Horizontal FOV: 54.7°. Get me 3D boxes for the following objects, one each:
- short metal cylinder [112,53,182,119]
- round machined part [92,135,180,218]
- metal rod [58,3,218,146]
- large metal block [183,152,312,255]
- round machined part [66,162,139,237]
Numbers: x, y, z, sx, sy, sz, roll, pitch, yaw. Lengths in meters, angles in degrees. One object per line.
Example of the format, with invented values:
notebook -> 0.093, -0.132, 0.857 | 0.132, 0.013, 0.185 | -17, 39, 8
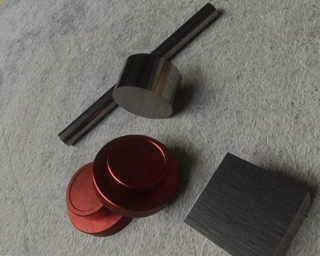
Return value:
short metal cylinder -> -0.016, -0.053, 0.410 | 0.080, 0.080, 0.050 | 3, 63, 29
round machined part -> -0.025, 0.046, 0.348 | 0.099, 0.042, 0.098 | 6, 52, -8
metal rod -> -0.032, -0.081, 0.470 | 0.300, 0.025, 0.025 | -42, 51, -1
large metal block -> 0.084, 0.082, 0.294 | 0.080, 0.050, 0.080 | 26, 76, 37
round machined part -> -0.076, 0.080, 0.383 | 0.098, 0.042, 0.098 | -13, 56, 21
